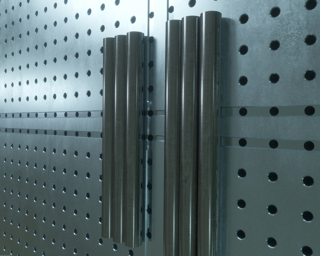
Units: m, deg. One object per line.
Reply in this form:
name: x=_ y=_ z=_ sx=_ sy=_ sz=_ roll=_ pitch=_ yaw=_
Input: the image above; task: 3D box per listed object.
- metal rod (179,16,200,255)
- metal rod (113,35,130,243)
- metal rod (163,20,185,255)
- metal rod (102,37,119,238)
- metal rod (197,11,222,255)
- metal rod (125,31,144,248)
metal rod: x=0.037 y=0.017 z=0.379 sx=0.025 sy=0.025 sz=0.298 roll=1 pitch=91 yaw=40
metal rod: x=-0.055 y=0.016 z=0.456 sx=0.025 sy=0.025 sz=0.298 roll=1 pitch=91 yaw=40
metal rod: x=0.018 y=0.016 z=0.395 sx=0.025 sy=0.025 sz=0.298 roll=1 pitch=91 yaw=40
metal rod: x=-0.075 y=0.015 z=0.472 sx=0.025 sy=0.025 sz=0.298 roll=1 pitch=91 yaw=40
metal rod: x=0.058 y=0.017 z=0.362 sx=0.025 sy=0.025 sz=0.298 roll=1 pitch=91 yaw=40
metal rod: x=-0.036 y=0.016 z=0.440 sx=0.025 sy=0.025 sz=0.298 roll=1 pitch=91 yaw=40
